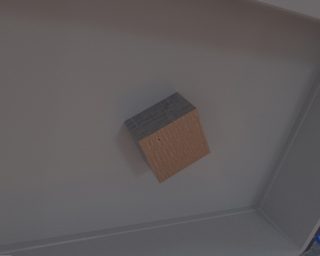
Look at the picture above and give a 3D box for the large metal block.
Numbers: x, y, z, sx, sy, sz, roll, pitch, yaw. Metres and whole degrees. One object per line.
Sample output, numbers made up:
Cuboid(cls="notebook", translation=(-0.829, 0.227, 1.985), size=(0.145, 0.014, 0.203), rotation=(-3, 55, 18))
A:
Cuboid(cls="large metal block", translation=(0.011, 0.013, 0.408), size=(0.080, 0.050, 0.080), rotation=(-30, 129, -9))
